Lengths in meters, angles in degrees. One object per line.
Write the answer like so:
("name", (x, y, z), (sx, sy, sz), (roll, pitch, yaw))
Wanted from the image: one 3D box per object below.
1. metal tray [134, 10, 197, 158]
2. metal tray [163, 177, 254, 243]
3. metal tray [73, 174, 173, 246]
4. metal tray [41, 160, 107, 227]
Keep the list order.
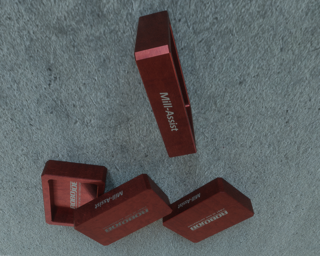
("metal tray", (0.009, -0.044, 0.327), (0.030, 0.090, 0.129), (-11, 129, 9))
("metal tray", (0.079, 0.144, 0.527), (0.130, 0.030, 0.090), (-37, 122, 27))
("metal tray", (-0.057, 0.131, 0.487), (0.130, 0.030, 0.090), (-29, 135, 6))
("metal tray", (-0.136, 0.110, 0.495), (0.091, 0.030, 0.129), (8, 130, -7))
